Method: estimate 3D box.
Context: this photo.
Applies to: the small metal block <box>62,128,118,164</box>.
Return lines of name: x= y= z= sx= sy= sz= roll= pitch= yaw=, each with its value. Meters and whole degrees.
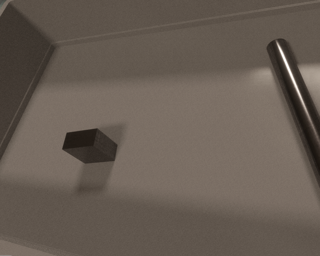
small metal block: x=-0.094 y=0.026 z=0.421 sx=0.050 sy=0.050 sz=0.025 roll=-8 pitch=59 yaw=24

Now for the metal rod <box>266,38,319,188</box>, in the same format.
metal rod: x=0.159 y=0.021 z=0.309 sx=0.025 sy=0.025 sz=0.299 roll=-17 pitch=55 yaw=18
